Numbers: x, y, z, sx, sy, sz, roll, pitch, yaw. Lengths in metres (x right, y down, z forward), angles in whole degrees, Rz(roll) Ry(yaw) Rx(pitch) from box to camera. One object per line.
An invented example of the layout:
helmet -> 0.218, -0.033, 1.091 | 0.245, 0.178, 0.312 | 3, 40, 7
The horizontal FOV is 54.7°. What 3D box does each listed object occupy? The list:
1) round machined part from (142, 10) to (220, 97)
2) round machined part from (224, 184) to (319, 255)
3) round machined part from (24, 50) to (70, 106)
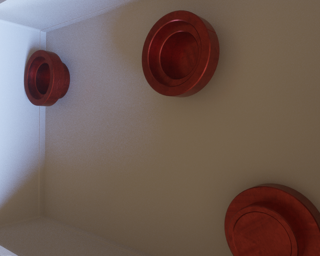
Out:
round machined part -> 0.028, -0.085, 0.371 | 0.098, 0.042, 0.097 | 0, 90, 39
round machined part -> 0.107, 0.107, 0.306 | 0.098, 0.042, 0.097 | 0, 90, 39
round machined part -> -0.199, -0.087, 0.557 | 0.098, 0.042, 0.097 | 0, 90, 39
